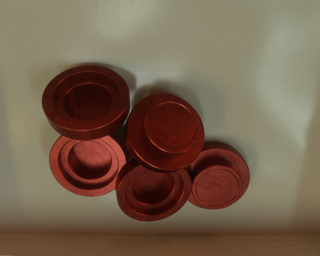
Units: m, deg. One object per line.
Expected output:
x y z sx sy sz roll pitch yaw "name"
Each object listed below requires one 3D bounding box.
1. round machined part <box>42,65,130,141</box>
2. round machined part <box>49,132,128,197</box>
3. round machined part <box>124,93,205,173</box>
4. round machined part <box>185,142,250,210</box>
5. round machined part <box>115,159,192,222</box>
-0.085 -0.026 0.371 0.099 0.098 0.042 3 146 -2 "round machined part"
-0.091 0.039 0.413 0.099 0.042 0.097 0 110 -1 "round machined part"
0.009 0.002 0.372 0.099 0.042 0.098 6 70 -16 "round machined part"
0.076 0.072 0.428 0.099 0.042 0.097 0 110 -1 "round machined part"
-0.011 0.074 0.415 0.099 0.042 0.097 -6 117 -12 "round machined part"
